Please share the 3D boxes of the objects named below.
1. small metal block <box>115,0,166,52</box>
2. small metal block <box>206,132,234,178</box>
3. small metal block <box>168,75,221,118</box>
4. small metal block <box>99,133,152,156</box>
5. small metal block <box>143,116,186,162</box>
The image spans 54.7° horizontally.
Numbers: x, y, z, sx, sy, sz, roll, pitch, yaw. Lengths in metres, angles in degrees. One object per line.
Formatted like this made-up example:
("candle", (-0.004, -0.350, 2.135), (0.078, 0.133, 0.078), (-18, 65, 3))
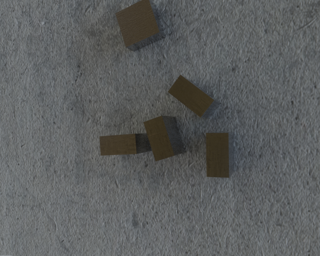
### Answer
("small metal block", (-0.026, -0.139, 0.418), (0.050, 0.025, 0.050), (-19, 84, 19))
("small metal block", (0.073, 0.030, 0.370), (0.025, 0.050, 0.050), (-1, 90, 20))
("small metal block", (0.044, -0.037, 0.380), (0.050, 0.050, 0.025), (40, 103, 15))
("small metal block", (-0.045, 0.021, 0.411), (0.050, 0.050, 0.025), (-4, 89, 20))
("small metal block", (0.007, 0.013, 0.393), (0.025, 0.050, 0.050), (-20, 84, 19))
